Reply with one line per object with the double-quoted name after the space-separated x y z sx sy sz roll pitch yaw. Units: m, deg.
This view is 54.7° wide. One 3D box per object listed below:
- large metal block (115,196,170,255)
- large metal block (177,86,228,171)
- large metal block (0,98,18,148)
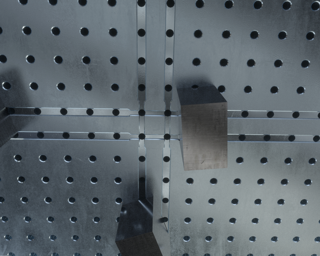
-0.021 0.159 0.442 0.050 0.080 0.080 -17 109 6 "large metal block"
0.050 -0.003 0.384 0.050 0.080 0.079 -4 110 1 "large metal block"
-0.231 -0.009 0.378 0.050 0.080 0.080 -16 110 5 "large metal block"
